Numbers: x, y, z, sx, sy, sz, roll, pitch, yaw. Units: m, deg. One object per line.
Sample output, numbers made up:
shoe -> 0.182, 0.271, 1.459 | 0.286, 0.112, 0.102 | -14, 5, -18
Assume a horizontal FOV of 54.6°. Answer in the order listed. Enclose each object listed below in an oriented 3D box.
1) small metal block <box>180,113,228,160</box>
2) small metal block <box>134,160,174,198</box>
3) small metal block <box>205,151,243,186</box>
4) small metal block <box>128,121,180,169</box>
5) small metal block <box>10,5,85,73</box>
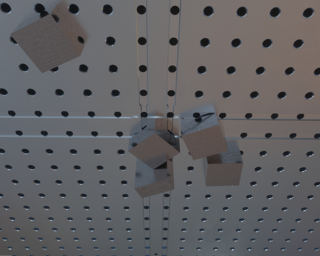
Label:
small metal block -> 0.061, 0.013, 0.423 | 0.050, 0.025, 0.050 | -17, 128, 14
small metal block -> -0.008, 0.069, 0.454 | 0.050, 0.050, 0.025 | -18, 128, 15
small metal block -> 0.094, 0.061, 0.464 | 0.050, 0.025, 0.050 | -2, 130, 1
small metal block -> -0.008, 0.025, 0.432 | 0.050, 0.025, 0.050 | -35, 122, 26
small metal block -> -0.118, -0.094, 0.331 | 0.050, 0.025, 0.050 | -20, 128, 16
